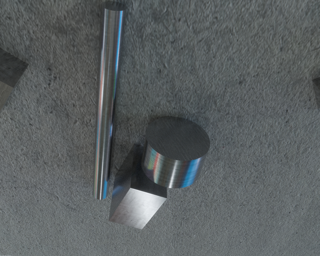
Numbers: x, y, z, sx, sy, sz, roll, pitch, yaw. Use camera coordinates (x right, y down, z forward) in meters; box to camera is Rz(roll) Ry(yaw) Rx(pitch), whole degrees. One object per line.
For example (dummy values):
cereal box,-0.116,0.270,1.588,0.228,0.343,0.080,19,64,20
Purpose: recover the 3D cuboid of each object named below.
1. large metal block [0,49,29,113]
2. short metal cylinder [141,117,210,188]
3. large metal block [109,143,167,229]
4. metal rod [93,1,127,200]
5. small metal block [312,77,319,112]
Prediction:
large metal block,-0.208,-0.052,0.344,0.080,0.050,0.080,30,124,-24
short metal cylinder,0.019,0.030,0.397,0.081,0.080,0.050,7,130,-6
large metal block,-0.031,0.083,0.442,0.050,0.080,0.079,20,127,-16
metal rod,-0.070,-0.008,0.399,0.025,0.025,0.298,7,130,-6
small metal block,0.218,-0.042,0.374,0.050,0.025,0.050,-21,127,16
